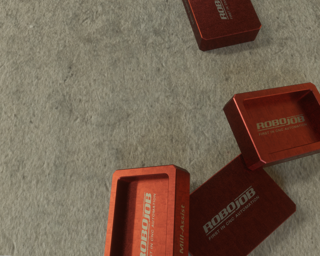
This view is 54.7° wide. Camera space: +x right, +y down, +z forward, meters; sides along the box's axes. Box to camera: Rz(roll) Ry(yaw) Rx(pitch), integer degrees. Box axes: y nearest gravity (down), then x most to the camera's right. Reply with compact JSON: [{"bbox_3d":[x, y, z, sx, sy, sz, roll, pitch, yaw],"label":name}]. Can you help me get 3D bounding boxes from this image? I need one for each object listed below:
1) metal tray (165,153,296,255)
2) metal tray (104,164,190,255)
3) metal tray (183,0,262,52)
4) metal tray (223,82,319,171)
[{"bbox_3d":[0.082,0.102,0.369,0.131,0.030,0.090,-36,74,-13],"label":"metal tray"},{"bbox_3d":[-0.015,0.110,0.341,0.090,0.030,0.130,-10,66,32],"label":"metal tray"},{"bbox_3d":[0.088,-0.187,0.475,0.091,0.030,0.130,-13,71,-5],"label":"metal tray"},{"bbox_3d":[0.155,-0.005,0.390,0.131,0.030,0.090,-10,69,-21],"label":"metal tray"}]
